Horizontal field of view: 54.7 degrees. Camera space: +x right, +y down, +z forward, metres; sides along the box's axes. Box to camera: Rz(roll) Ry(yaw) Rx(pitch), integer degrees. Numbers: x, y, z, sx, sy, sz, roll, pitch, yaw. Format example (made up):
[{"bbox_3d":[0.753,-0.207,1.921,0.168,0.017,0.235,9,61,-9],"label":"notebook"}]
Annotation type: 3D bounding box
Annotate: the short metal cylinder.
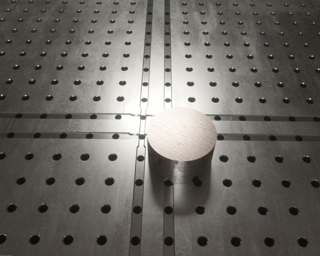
[{"bbox_3d":[0.025,0.021,0.374,0.081,0.050,0.080,0,50,0],"label":"short metal cylinder"}]
